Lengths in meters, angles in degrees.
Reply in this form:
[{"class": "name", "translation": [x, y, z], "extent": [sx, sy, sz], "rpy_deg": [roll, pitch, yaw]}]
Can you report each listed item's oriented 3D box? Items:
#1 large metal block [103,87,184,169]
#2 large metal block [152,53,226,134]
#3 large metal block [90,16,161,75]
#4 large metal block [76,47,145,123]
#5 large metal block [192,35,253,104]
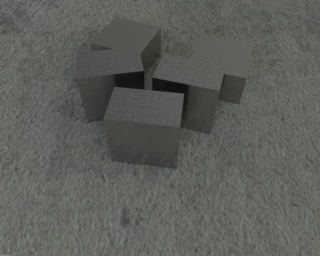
[{"class": "large metal block", "translation": [-0.016, 0.001, 0.366], "extent": [0.080, 0.080, 0.050], "rpy_deg": [6, 50, 5]}, {"class": "large metal block", "translation": [0.036, -0.044, 0.405], "extent": [0.080, 0.080, 0.050], "rpy_deg": [13, 51, 10]}, {"class": "large metal block", "translation": [-0.051, -0.127, 0.493], "extent": [0.080, 0.050, 0.080], "rpy_deg": [18, 52, 14]}, {"class": "large metal block", "translation": [-0.064, -0.057, 0.415], "extent": [0.081, 0.080, 0.050], "rpy_deg": [-8, 51, -7]}, {"class": "large metal block", "translation": [0.089, -0.089, 0.463], "extent": [0.080, 0.050, 0.080], "rpy_deg": [14, 51, 10]}]
